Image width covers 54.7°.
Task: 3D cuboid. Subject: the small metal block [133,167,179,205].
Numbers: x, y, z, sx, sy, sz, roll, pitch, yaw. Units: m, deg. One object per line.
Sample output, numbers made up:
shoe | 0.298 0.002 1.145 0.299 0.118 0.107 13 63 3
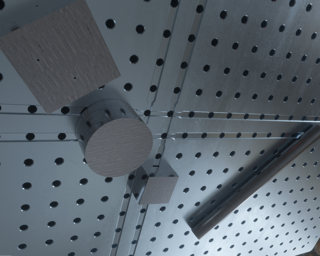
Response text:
small metal block | -0.006 0.086 0.461 0.050 0.025 0.050 5 116 -31

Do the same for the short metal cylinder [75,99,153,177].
short metal cylinder | -0.055 0.012 0.372 0.081 0.050 0.079 -14 125 -21

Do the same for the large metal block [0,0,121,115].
large metal block | -0.096 -0.073 0.297 0.080 0.050 0.080 -30 129 -9

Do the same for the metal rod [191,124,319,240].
metal rod | 0.180 0.099 0.570 0.300 0.025 0.025 -40 130 -1
